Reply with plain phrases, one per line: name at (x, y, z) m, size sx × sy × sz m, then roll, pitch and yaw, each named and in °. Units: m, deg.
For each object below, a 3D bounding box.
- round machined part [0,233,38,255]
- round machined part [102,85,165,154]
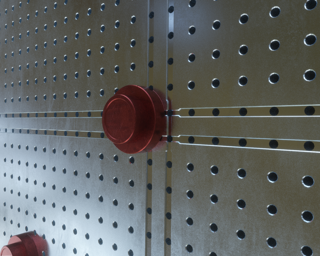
round machined part at (-0.300, 0.275, 0.648) m, size 0.098 × 0.042 × 0.097 m, roll 0°, pitch 90°, yaw 40°
round machined part at (-0.044, -0.012, 0.436) m, size 0.098 × 0.042 × 0.097 m, roll 0°, pitch 90°, yaw 40°
